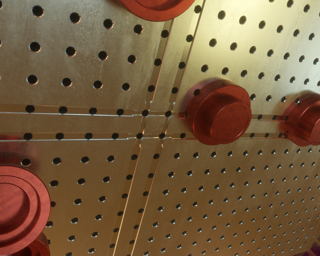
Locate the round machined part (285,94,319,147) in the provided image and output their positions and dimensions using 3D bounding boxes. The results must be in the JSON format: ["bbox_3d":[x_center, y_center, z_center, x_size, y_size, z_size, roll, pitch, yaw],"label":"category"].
[{"bbox_3d":[0.276,-0.008,0.550,0.099,0.042,0.097,-14,125,-21],"label":"round machined part"}]

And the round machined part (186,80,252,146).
[{"bbox_3d":[0.090,-0.016,0.442,0.099,0.042,0.097,-14,125,-21],"label":"round machined part"}]

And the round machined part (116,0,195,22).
[{"bbox_3d":[-0.007,-0.157,0.300,0.099,0.042,0.097,-14,125,-21],"label":"round machined part"}]

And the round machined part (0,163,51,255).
[{"bbox_3d":[-0.176,0.087,0.342,0.099,0.042,0.097,-1,93,-29],"label":"round machined part"}]

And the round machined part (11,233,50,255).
[{"bbox_3d":[-0.194,0.159,0.393,0.099,0.042,0.097,-14,124,-21],"label":"round machined part"}]
